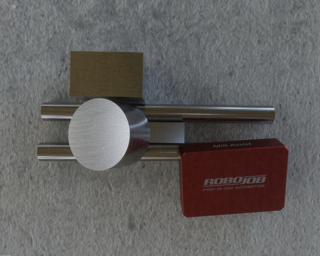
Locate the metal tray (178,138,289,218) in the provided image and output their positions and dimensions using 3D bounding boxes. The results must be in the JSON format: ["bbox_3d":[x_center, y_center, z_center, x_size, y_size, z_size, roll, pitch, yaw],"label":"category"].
[{"bbox_3d":[0.091,0.063,0.396,0.131,0.030,0.089,-4,108,-2],"label":"metal tray"}]

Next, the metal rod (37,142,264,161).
[{"bbox_3d":[-0.007,0.031,0.411,0.302,0.025,0.025,0,90,-1],"label":"metal rod"}]

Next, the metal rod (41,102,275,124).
[{"bbox_3d":[-0.002,-0.020,0.411,0.302,0.025,0.025,1,90,-1],"label":"metal rod"}]

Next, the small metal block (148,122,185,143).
[{"bbox_3d":[0.004,0.005,0.398,0.050,0.050,0.025,1,90,-1],"label":"small metal block"}]

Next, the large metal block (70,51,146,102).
[{"bbox_3d":[-0.060,-0.060,0.383,0.081,0.080,0.050,1,90,-1],"label":"large metal block"}]

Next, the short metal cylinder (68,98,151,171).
[{"bbox_3d":[-0.058,0.008,0.362,0.080,0.050,0.080,-1,88,23],"label":"short metal cylinder"}]
